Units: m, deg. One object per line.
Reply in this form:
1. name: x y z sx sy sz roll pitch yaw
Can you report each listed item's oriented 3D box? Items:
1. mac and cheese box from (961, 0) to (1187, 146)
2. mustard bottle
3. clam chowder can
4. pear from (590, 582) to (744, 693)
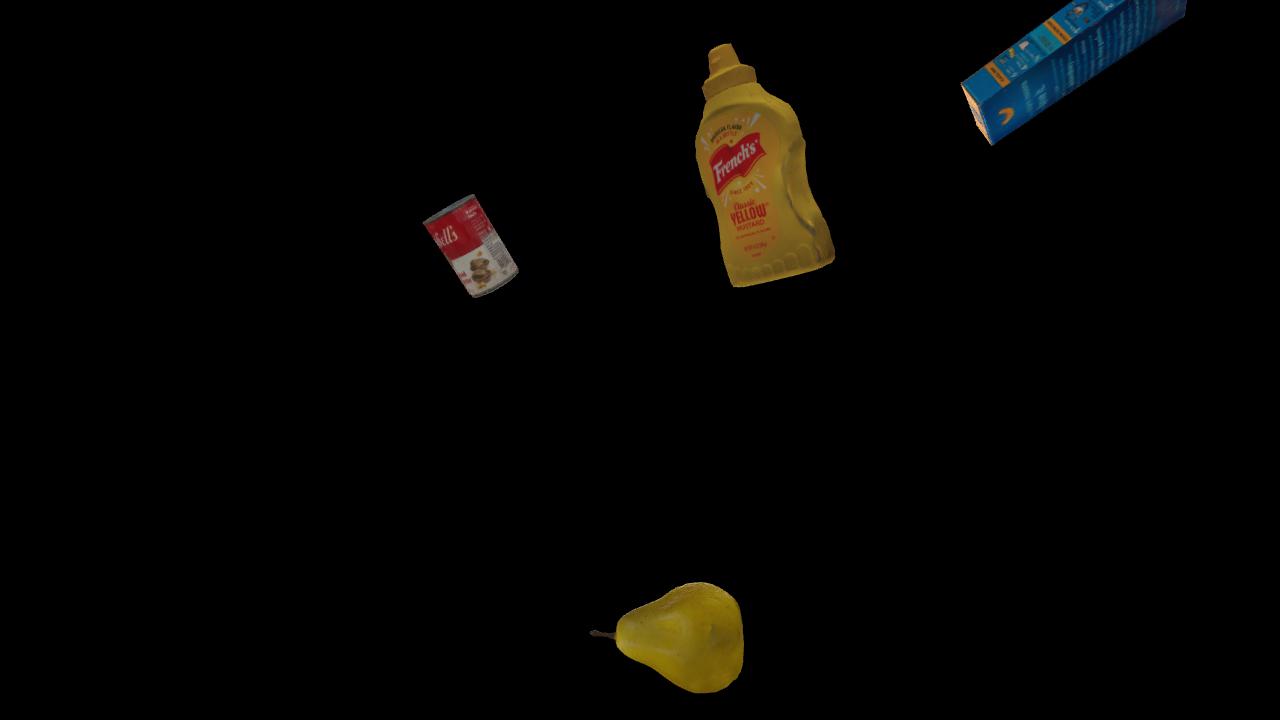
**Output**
1. mac and cheese box: 0.413 -0.298 0.591 0.184 0.041 0.093 -34 -27 27
2. mustard bottle: 0.088 -0.154 0.485 0.054 0.184 0.092 -24 11 -36
3. clam chowder can: -0.196 -0.132 0.720 0.068 0.102 0.068 -24 24 12
4. pear: 0.021 0.207 0.459 0.111 0.080 0.080 0 0 7
